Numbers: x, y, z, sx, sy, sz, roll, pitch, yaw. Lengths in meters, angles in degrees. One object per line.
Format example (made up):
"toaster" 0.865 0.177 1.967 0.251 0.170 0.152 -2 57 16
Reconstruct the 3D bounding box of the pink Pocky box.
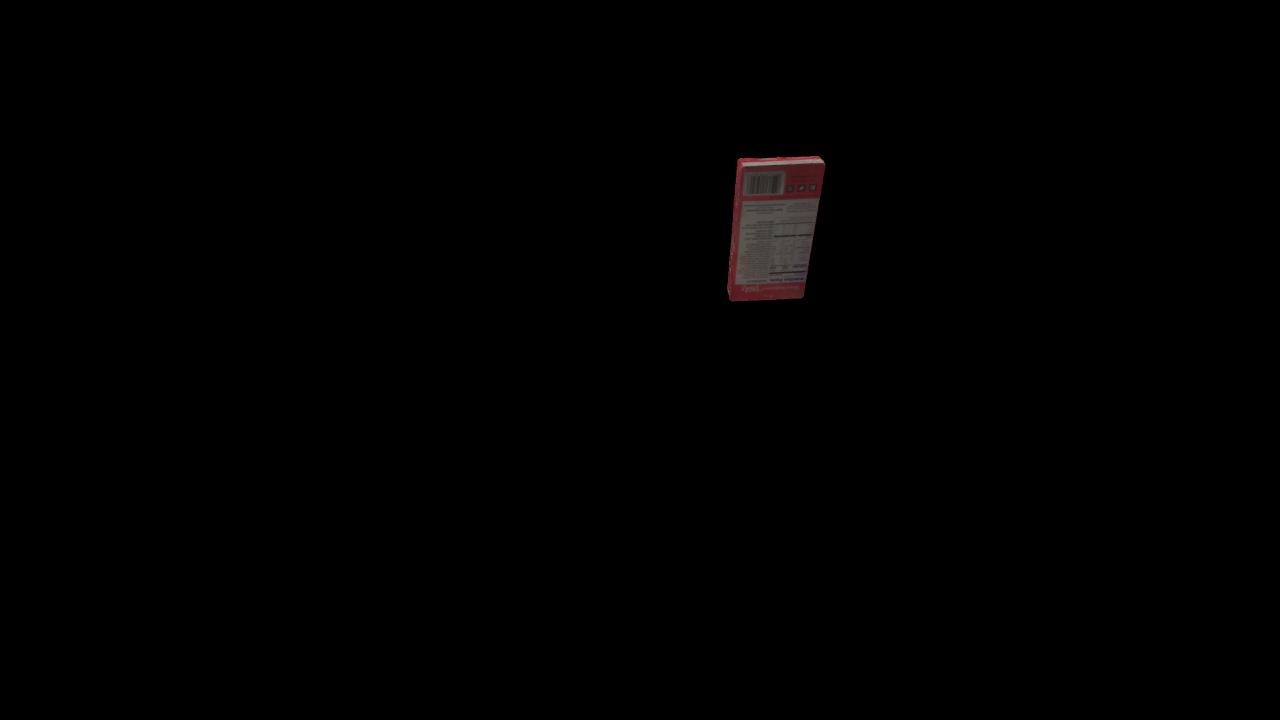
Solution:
"pink Pocky box" 0.139 -0.134 0.646 0.084 0.155 0.029 -3 37 -1
